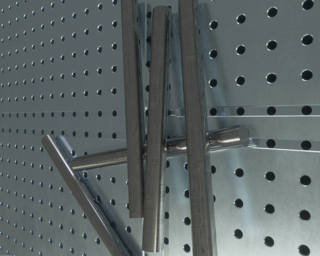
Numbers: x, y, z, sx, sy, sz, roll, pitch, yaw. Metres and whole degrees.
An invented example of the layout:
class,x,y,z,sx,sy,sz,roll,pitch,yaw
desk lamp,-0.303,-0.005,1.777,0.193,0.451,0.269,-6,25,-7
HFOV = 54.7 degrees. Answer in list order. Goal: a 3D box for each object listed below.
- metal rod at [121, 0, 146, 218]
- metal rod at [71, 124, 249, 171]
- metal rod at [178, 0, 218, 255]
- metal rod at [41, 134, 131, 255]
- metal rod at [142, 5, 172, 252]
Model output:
class,x,y,z,sx,sy,sz,roll,pitch,yaw
metal rod,-0.034,-0.036,0.412,0.025,0.025,0.299,-14,74,39
metal rod,-0.024,0.034,0.426,0.300,0.025,0.025,-13,82,39
metal rod,0.040,-0.010,0.345,0.025,0.025,0.299,-13,73,39
metal rod,-0.121,0.118,0.506,0.300,0.025,0.025,48,118,29
metal rod,-0.003,-0.007,0.381,0.025,0.025,0.298,-6,78,39
